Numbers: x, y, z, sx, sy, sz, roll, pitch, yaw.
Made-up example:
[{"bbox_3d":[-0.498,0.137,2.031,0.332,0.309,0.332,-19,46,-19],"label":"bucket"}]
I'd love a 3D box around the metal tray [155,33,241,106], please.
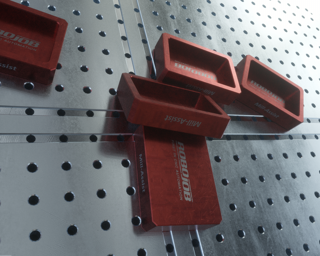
[{"bbox_3d":[0.058,-0.092,0.487,0.131,0.030,0.090,14,49,-21],"label":"metal tray"}]

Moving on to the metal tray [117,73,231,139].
[{"bbox_3d":[0.016,-0.030,0.405,0.131,0.030,0.090,10,26,-23],"label":"metal tray"}]

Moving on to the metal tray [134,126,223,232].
[{"bbox_3d":[0.020,0.057,0.383,0.091,0.030,0.130,7,59,-25],"label":"metal tray"}]

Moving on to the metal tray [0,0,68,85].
[{"bbox_3d":[-0.186,-0.112,0.373,0.131,0.030,0.090,15,56,-20],"label":"metal tray"}]

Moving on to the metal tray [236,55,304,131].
[{"bbox_3d":[0.194,-0.064,0.550,0.131,0.030,0.090,29,52,-11],"label":"metal tray"}]
